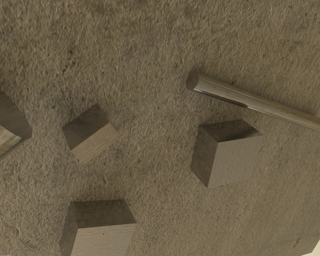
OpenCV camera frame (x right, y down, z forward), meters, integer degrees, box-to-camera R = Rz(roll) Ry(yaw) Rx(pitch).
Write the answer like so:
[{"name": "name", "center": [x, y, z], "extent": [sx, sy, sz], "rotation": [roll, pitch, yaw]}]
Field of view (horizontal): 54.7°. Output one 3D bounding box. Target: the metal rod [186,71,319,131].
[{"name": "metal rod", "center": [0.164, -0.033, 0.476], "extent": [0.302, 0.025, 0.025], "rotation": [12, 112, -34]}]

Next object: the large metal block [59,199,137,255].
[{"name": "large metal block", "center": [-0.089, 0.150, 0.435], "extent": [0.081, 0.050, 0.079], "rotation": [5, 116, -31]}]

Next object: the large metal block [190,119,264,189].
[{"name": "large metal block", "center": [0.099, 0.038, 0.468], "extent": [0.081, 0.050, 0.079], "rotation": [-7, 122, -25]}]

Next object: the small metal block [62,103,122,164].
[{"name": "small metal block", "center": [-0.078, 0.005, 0.351], "extent": [0.050, 0.050, 0.025], "rotation": [-37, 129, -4]}]

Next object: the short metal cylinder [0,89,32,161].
[{"name": "short metal cylinder", "center": [-0.164, -0.006, 0.278], "extent": [0.050, 0.080, 0.080], "rotation": [-39, 129, -2]}]
